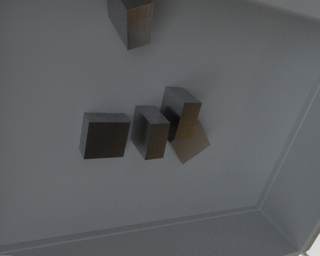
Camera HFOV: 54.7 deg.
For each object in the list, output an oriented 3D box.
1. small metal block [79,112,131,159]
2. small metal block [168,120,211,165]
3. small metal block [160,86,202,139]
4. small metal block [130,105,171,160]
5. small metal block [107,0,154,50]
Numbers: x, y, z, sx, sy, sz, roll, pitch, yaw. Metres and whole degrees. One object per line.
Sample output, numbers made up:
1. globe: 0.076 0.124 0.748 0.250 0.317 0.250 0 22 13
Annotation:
1. small metal block: -0.068 0.009 0.378 0.050 0.025 0.050 0 119 -29
2. small metal block: 0.038 0.016 0.441 0.050 0.025 0.050 -35 129 -6
3. small metal block: 0.024 -0.020 0.395 0.025 0.050 0.050 -1 119 -28
4. small metal block: -0.014 0.005 0.389 0.025 0.050 0.050 -4 120 -27
5. small metal block: -0.030 -0.112 0.296 0.025 0.050 0.050 -22 156 -16
